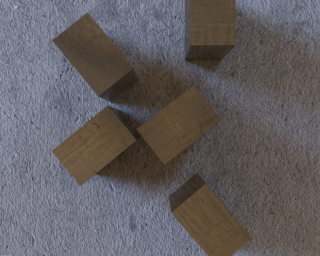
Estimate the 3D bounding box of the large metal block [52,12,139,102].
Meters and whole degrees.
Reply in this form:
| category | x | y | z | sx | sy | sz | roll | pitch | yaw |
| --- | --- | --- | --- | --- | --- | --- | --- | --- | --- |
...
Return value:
| category | x | y | z | sx | sy | sz | roll | pitch | yaw |
| --- | --- | --- | --- | --- | --- | --- | --- | --- | --- |
| large metal block | -0.074 | -0.082 | 0.382 | 0.050 | 0.080 | 0.080 | -39 | 90 | 0 |

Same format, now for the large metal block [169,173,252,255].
| category | x | y | z | sx | sy | sz | roll | pitch | yaw |
| --- | --- | --- | --- | --- | --- | --- | --- | --- | --- |
| large metal block | 0.057 | 0.108 | 0.383 | 0.050 | 0.080 | 0.080 | -40 | 90 | 0 |

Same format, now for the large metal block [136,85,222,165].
| category | x | y | z | sx | sy | sz | roll | pitch | yaw |
| --- | --- | --- | --- | --- | --- | --- | --- | --- | --- |
| large metal block | 0.021 | -0.004 | 0.382 | 0.080 | 0.080 | 0.050 | -38 | 90 | 0 |

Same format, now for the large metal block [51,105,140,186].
| category | x | y | z | sx | sy | sz | roll | pitch | yaw |
| --- | --- | --- | --- | --- | --- | --- | --- | --- | --- |
| large metal block | -0.073 | 0.019 | 0.382 | 0.080 | 0.080 | 0.050 | -39 | 90 | 0 |

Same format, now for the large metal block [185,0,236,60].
| category | x | y | z | sx | sy | sz | roll | pitch | yaw |
| --- | --- | --- | --- | --- | --- | --- | --- | --- | --- |
| large metal block | 0.059 | -0.132 | 0.383 | 0.050 | 0.080 | 0.079 | 0 | 90 | 0 |
